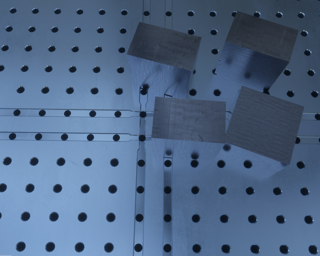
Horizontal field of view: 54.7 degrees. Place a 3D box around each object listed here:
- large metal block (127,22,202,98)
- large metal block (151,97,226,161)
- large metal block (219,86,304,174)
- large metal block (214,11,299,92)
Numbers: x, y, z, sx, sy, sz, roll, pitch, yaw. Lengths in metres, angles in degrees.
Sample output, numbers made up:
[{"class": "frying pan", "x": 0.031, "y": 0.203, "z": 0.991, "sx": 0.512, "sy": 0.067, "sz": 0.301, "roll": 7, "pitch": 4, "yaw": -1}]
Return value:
[{"class": "large metal block", "x": 0.005, "y": -0.087, "z": 0.414, "sx": 0.080, "sy": 0.080, "sz": 0.050, "roll": 16, "pitch": 71, "yaw": 5}, {"class": "large metal block", "x": 0.033, "y": 0.004, "z": 0.382, "sx": 0.081, "sy": 0.080, "sz": 0.050, "roll": 4, "pitch": 70, "yaw": 1}, {"class": "large metal block", "x": 0.127, "y": 0.003, "z": 0.399, "sx": 0.080, "sy": 0.050, "sz": 0.080, "roll": 20, "pitch": 71, "yaw": 7}, {"class": "large metal block", "x": 0.127, "y": -0.101, "z": 0.421, "sx": 0.080, "sy": 0.080, "sz": 0.050, "roll": 20, "pitch": 71, "yaw": 7}]
